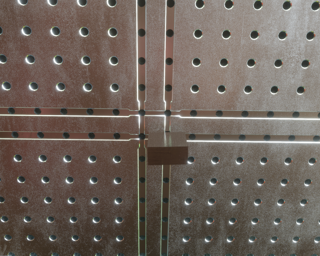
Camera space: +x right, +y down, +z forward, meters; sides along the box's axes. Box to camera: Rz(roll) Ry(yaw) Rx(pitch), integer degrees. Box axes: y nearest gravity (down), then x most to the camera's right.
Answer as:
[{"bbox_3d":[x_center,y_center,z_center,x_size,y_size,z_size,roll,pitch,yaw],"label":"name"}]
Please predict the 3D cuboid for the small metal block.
[{"bbox_3d":[0.010,0.026,0.410,0.050,0.050,0.025,-1,110,0],"label":"small metal block"}]
